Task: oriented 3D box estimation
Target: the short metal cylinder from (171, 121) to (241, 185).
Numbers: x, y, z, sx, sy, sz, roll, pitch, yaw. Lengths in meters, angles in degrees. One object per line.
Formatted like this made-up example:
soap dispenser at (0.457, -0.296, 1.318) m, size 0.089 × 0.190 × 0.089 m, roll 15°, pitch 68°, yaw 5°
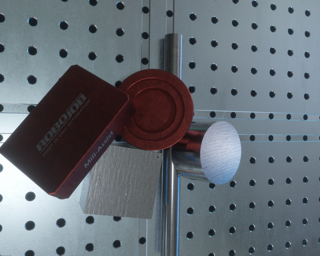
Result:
short metal cylinder at (0.062, 0.031, 0.408) m, size 0.081 × 0.050 × 0.079 m, roll 0°, pitch 91°, yaw -40°

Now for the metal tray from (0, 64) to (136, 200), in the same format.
metal tray at (-0.101, 0.001, 0.347) m, size 0.090 × 0.030 × 0.130 m, roll 32°, pitch 77°, yaw 22°

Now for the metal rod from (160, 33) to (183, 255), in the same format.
metal rod at (0.016, 0.024, 0.419) m, size 0.025 × 0.025 × 0.298 m, roll 1°, pitch 90°, yaw -20°

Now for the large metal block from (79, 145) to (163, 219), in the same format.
large metal block at (-0.049, 0.062, 0.381) m, size 0.081 × 0.050 × 0.080 m, roll 11°, pitch 86°, yaw -20°

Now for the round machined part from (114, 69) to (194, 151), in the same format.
round machined part at (-0.008, -0.021, 0.387) m, size 0.099 × 0.042 × 0.097 m, roll 0°, pitch 89°, yaw 5°
